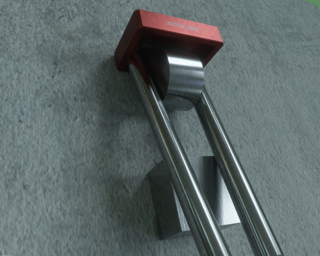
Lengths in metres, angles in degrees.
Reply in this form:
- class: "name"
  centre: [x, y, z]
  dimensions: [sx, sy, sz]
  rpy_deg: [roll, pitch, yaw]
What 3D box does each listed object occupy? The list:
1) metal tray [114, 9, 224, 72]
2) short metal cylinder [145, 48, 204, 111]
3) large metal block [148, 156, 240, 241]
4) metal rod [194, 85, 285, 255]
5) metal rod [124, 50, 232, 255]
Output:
- class: "metal tray"
  centre: [0.011, -0.112, 0.439]
  dimensions: [0.131, 0.090, 0.030]
  rpy_deg: [2, 61, -28]
- class: "short metal cylinder"
  centre: [0.015, -0.064, 0.419]
  dimensions: [0.050, 0.080, 0.080]
  rpy_deg: [2, 61, -28]
- class: "large metal block"
  centre: [0.039, 0.080, 0.361]
  dimensions: [0.081, 0.050, 0.080]
  rpy_deg: [2, 61, -28]
- class: "metal rod"
  centre: [0.070, 0.011, 0.378]
  dimensions: [0.025, 0.025, 0.300]
  rpy_deg: [8, 43, -24]
- class: "metal rod"
  centre: [0.007, 0.009, 0.346]
  dimensions: [0.025, 0.025, 0.300]
  rpy_deg: [2, 46, -28]
